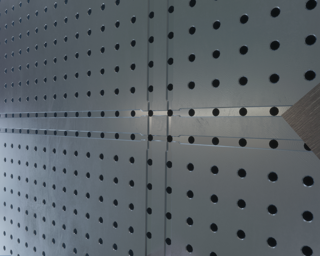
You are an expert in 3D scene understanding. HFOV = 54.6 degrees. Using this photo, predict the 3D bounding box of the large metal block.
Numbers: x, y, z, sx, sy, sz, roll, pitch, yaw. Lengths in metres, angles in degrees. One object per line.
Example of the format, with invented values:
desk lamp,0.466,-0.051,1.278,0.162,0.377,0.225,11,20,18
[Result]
large metal block,0.166,-0.006,0.256,0.080,0.050,0.080,-47,62,29
